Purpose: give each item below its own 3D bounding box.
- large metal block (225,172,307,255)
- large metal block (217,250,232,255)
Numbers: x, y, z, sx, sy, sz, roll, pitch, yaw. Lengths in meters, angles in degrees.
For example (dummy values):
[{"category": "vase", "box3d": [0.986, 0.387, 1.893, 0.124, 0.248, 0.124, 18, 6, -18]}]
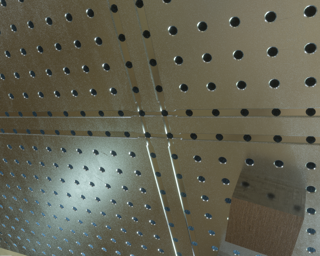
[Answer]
[{"category": "large metal block", "box3d": [0.133, 0.112, 0.394, 0.080, 0.050, 0.079, 13, 124, 20]}, {"category": "large metal block", "box3d": [0.114, 0.254, 0.491, 0.080, 0.050, 0.079, 22, 127, 14]}]
